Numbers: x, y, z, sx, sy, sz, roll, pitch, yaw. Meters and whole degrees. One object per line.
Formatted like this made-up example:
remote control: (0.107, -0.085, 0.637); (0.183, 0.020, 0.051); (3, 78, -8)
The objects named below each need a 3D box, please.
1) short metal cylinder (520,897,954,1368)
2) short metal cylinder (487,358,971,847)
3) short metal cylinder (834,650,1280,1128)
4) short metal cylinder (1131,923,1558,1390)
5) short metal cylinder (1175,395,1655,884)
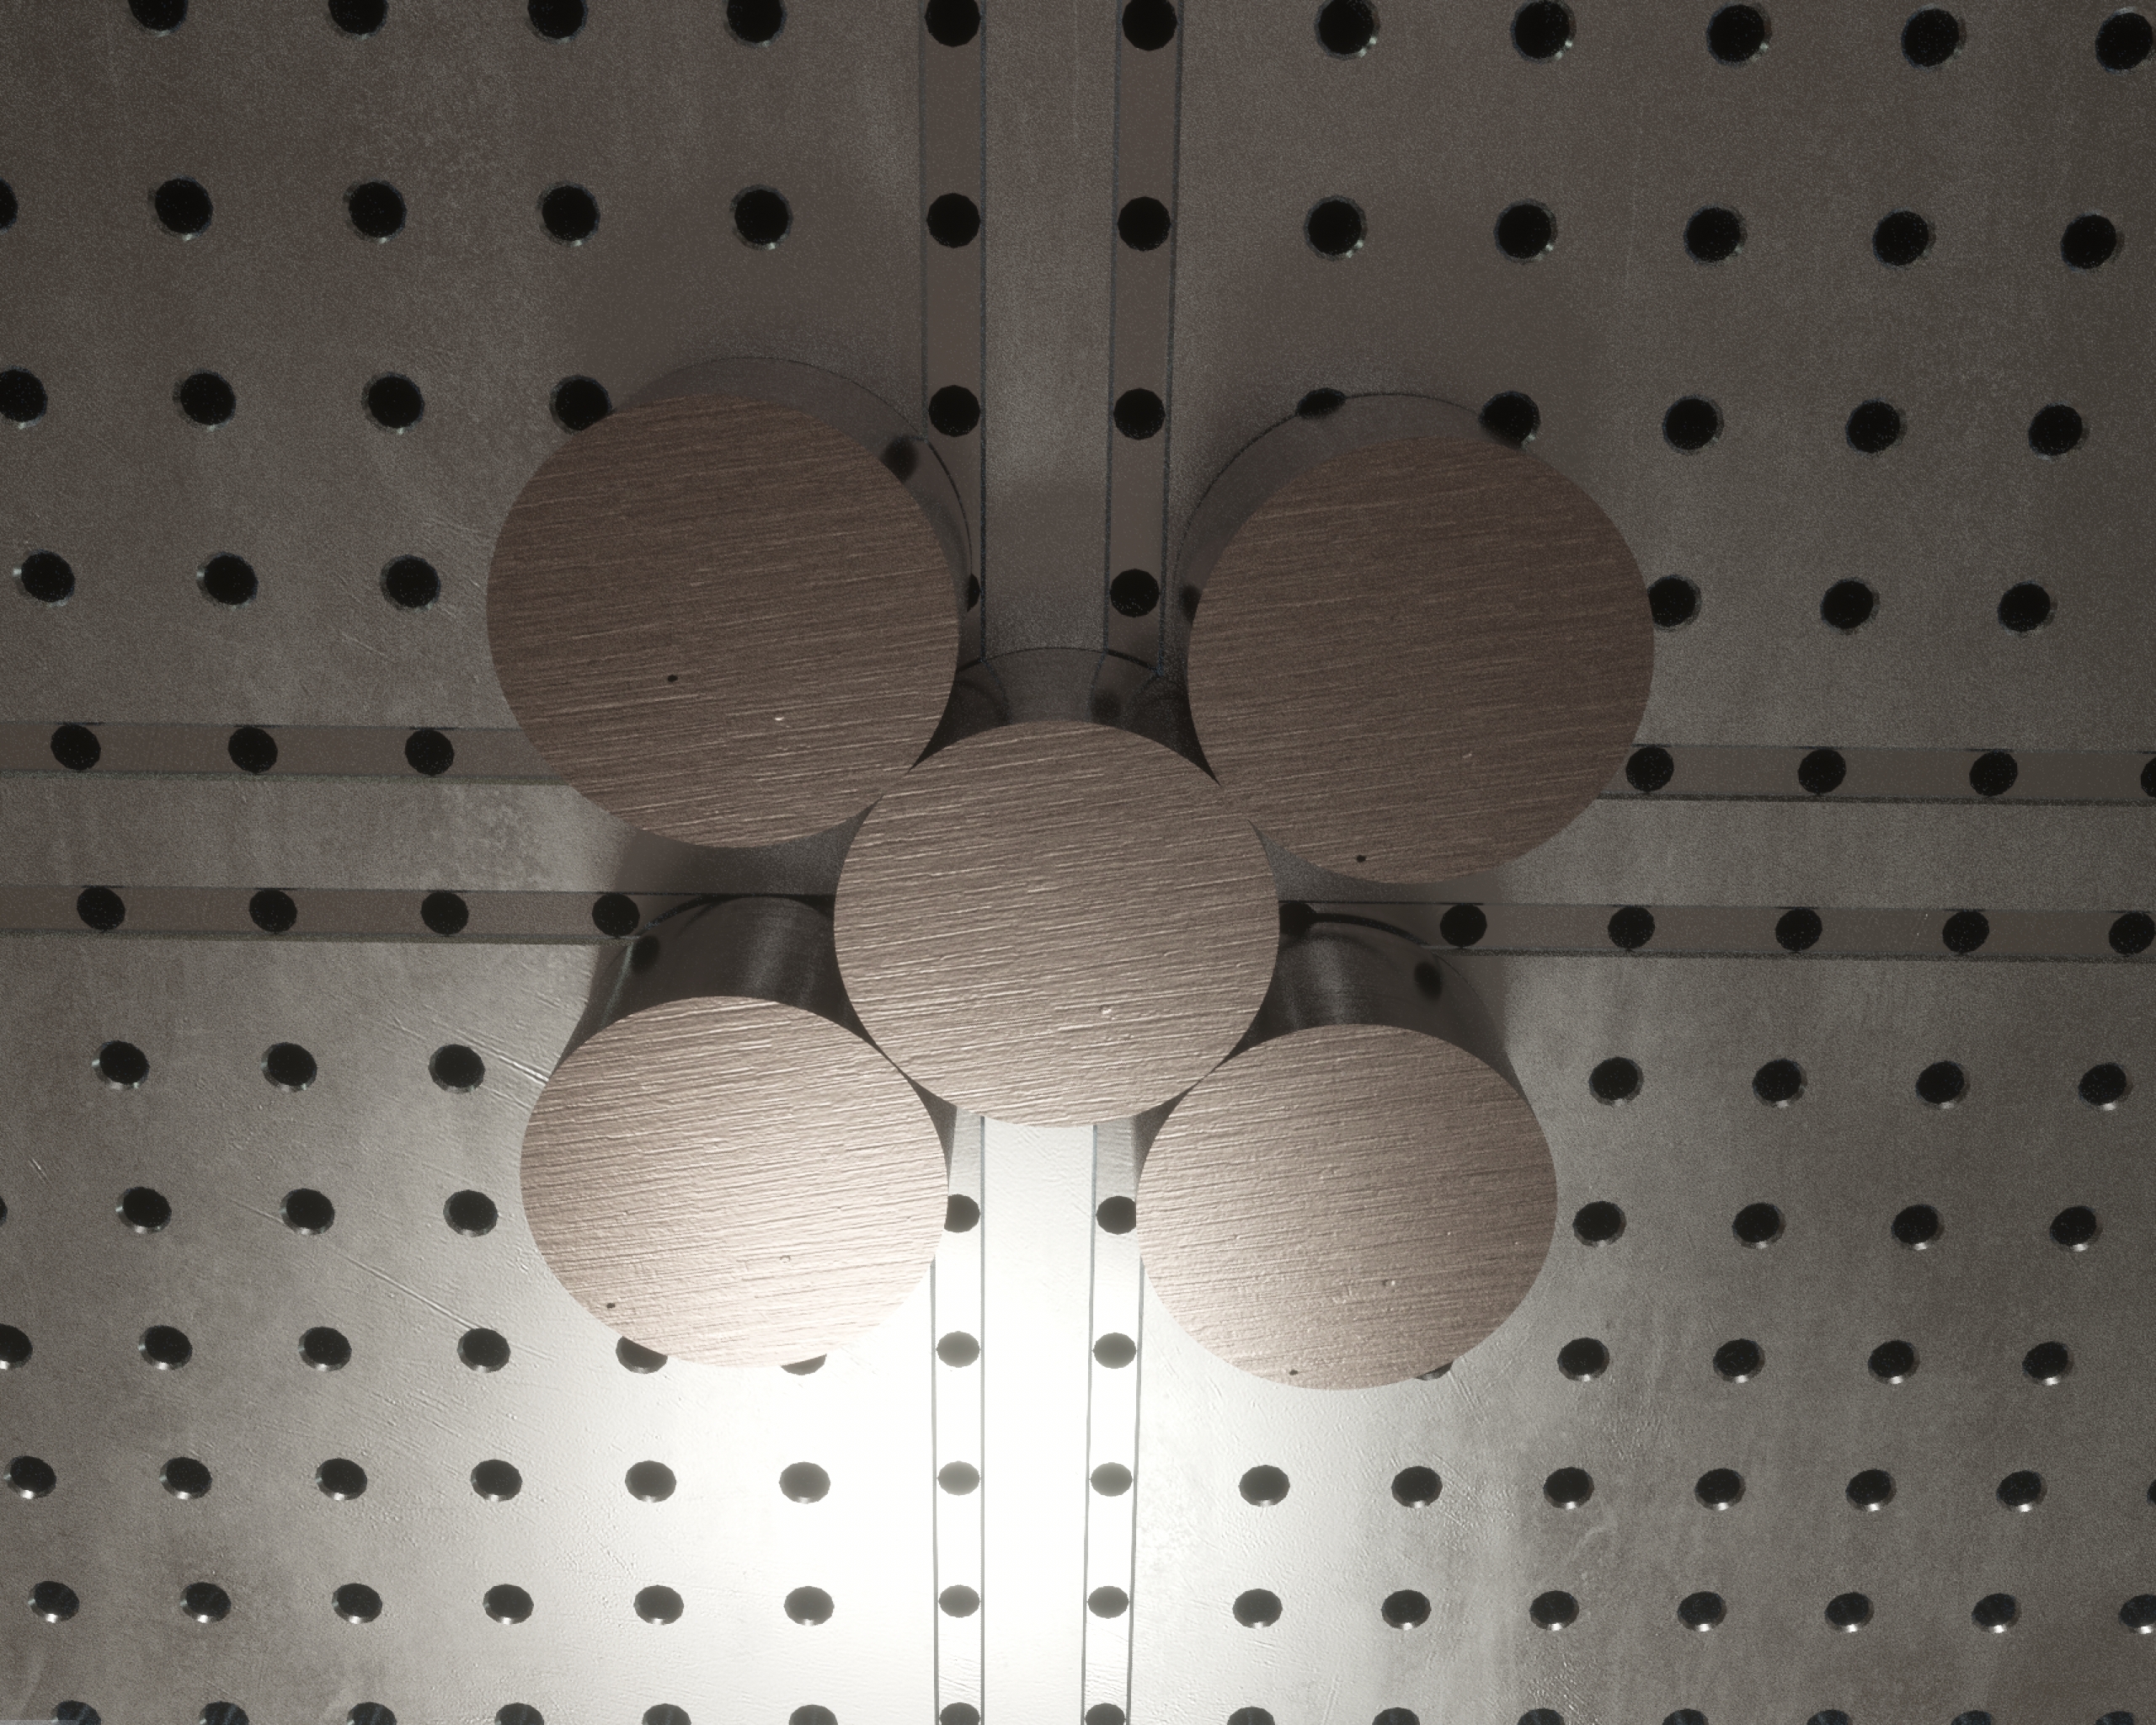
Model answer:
short metal cylinder: (-0.065, 0.053, 0.418); (0.081, 0.050, 0.079); (0, 110, -1)
short metal cylinder: (-0.061, -0.049, 0.381); (0.081, 0.050, 0.079); (0, 110, -1)
short metal cylinder: (-0.004, 0.004, 0.401); (0.081, 0.050, 0.079); (0, 110, -1)
short metal cylinder: (0.051, 0.058, 0.422); (0.081, 0.050, 0.079); (0, 110, -1)
short metal cylinder: (0.059, -0.042, 0.383); (0.081, 0.050, 0.079); (0, 110, -1)
